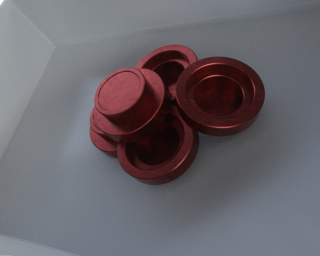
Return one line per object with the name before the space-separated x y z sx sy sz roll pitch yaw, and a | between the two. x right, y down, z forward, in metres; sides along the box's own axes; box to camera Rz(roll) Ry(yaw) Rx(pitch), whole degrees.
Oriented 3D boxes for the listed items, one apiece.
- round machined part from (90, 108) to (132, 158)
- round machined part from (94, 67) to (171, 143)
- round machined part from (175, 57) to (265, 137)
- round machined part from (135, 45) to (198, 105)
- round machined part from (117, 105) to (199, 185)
round machined part | -0.056 -0.012 0.426 0.098 0.042 0.098 -13 56 20
round machined part | -0.040 -0.034 0.377 0.098 0.042 0.098 -13 56 20
round machined part | 0.068 -0.033 0.363 0.099 0.042 0.098 -2 61 3
round machined part | 0.012 -0.063 0.424 0.098 0.042 0.098 -13 56 20
round machined part | 0.001 0.023 0.376 0.098 0.042 0.098 -13 56 20
